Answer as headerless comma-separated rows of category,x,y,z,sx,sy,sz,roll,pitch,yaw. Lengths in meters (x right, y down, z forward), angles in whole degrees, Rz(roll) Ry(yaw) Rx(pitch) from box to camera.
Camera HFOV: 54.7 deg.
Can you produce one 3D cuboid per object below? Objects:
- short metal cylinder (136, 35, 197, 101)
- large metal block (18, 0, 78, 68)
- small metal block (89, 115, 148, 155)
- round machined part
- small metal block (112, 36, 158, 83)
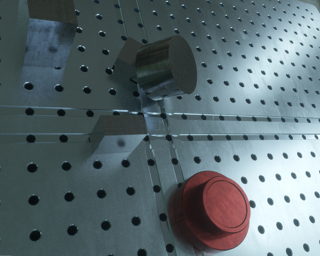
short metal cylinder,0.011,-0.081,0.425,0.080,0.050,0.080,21,65,-55
large metal block,-0.140,-0.131,0.378,0.050,0.080,0.080,-3,63,-30
small metal block,-0.050,0.008,0.361,0.050,0.050,0.025,-1,63,-29
round machined part,0.070,0.098,0.377,0.099,0.042,0.098,14,56,-21
small metal block,-0.035,-0.098,0.450,0.050,0.025,0.050,27,52,-12
